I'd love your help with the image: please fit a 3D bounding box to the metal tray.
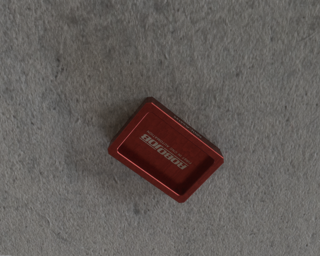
[{"bbox_3d":[0.008,0.032,0.418,0.130,0.030,0.090,37,106,-13],"label":"metal tray"}]
